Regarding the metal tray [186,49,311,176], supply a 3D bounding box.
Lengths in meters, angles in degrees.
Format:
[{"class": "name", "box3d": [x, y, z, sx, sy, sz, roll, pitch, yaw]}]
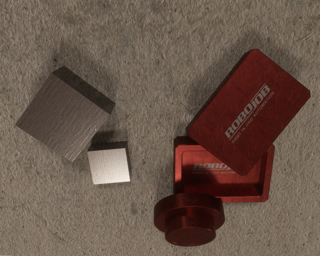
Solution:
[{"class": "metal tray", "box3d": [0.105, -0.019, 0.381, 0.090, 0.030, 0.130, 38, 94, -4]}]

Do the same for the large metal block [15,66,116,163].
[{"class": "large metal block", "box3d": [-0.115, -0.018, 0.388, 0.080, 0.050, 0.080, 37, 106, -13]}]

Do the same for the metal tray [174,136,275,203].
[{"class": "metal tray", "box3d": [0.085, 0.057, 0.429, 0.131, 0.030, 0.089, -1, 110, -1]}]

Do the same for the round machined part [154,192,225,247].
[{"class": "round machined part", "box3d": [0.041, 0.131, 0.428, 0.099, 0.042, 0.097, -1, 139, 0]}]

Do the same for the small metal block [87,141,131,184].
[{"class": "small metal block", "box3d": [-0.068, 0.048, 0.426, 0.050, 0.025, 0.050, -5, 110, 1]}]
